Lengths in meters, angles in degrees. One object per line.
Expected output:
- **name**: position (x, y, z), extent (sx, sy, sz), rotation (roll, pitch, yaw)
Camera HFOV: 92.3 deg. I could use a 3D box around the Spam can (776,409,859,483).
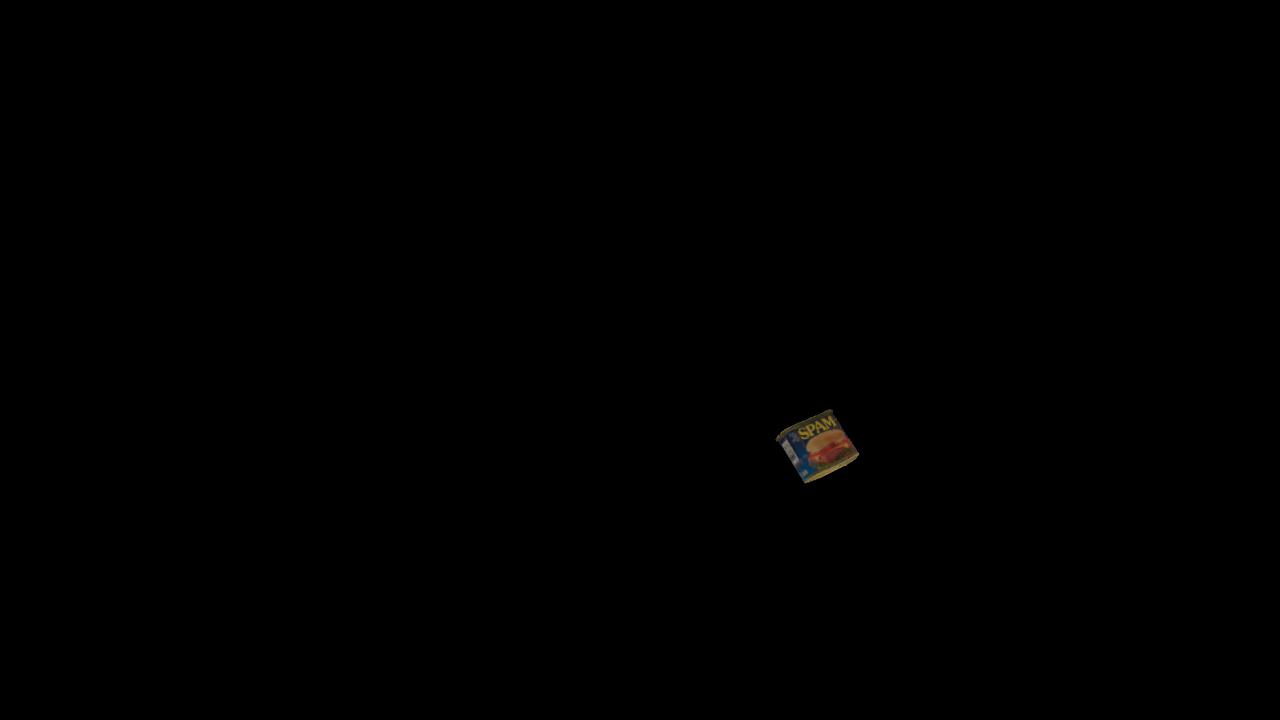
- **Spam can**: position (0.285, 0.139, 0.984), extent (0.101, 0.085, 0.058), rotation (-20, -25, -17)
